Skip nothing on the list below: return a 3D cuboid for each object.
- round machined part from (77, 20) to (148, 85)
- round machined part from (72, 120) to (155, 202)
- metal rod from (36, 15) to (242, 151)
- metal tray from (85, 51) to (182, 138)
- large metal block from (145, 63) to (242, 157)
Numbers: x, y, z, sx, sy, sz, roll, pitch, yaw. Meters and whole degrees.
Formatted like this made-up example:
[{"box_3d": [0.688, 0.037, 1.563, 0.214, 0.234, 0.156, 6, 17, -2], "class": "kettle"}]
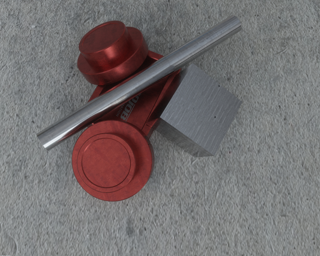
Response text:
[{"box_3d": [-0.069, -0.107, 0.418, 0.098, 0.042, 0.098, -13, 47, 15], "class": "round machined part"}, {"box_3d": [-0.058, 0.039, 0.367, 0.099, 0.042, 0.097, 0, 90, 7], "class": "round machined part"}, {"box_3d": [-0.018, -0.064, 0.402, 0.301, 0.025, 0.025, -34, 74, -12], "class": "metal rod"}, {"box_3d": [-0.036, -0.046, 0.423, 0.090, 0.030, 0.130, 23, 71, 8], "class": "metal tray"}, {"box_3d": [0.042, -0.019, 0.388, 0.080, 0.050, 0.080, 35, 71, -14], "class": "large metal block"}]
